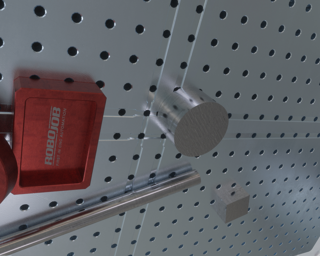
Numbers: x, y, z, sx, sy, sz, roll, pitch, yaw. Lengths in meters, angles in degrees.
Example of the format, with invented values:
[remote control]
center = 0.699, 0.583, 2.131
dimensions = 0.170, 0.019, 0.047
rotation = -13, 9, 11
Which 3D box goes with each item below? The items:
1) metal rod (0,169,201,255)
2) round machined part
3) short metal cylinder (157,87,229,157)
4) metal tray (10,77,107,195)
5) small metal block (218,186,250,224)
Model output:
[metal rod]
center = -0.078, 0.117, 0.440
dimensions = 0.302, 0.025, 0.025
rotation = -16, 125, -20
[round machined part]
center = -0.187, 0.033, 0.302
dimensions = 0.099, 0.042, 0.097
rotation = 1, 112, 2
[short metal cylinder]
center = 0.043, -0.009, 0.414
dimensions = 0.081, 0.050, 0.079
rotation = -14, 124, -21
[metal tray]
center = -0.118, 0.012, 0.350
dimensions = 0.091, 0.030, 0.129
rotation = 1, 118, -29
[small metal block]
center = 0.136, 0.143, 0.575
dimensions = 0.050, 0.025, 0.050
rotation = -17, 126, -19
